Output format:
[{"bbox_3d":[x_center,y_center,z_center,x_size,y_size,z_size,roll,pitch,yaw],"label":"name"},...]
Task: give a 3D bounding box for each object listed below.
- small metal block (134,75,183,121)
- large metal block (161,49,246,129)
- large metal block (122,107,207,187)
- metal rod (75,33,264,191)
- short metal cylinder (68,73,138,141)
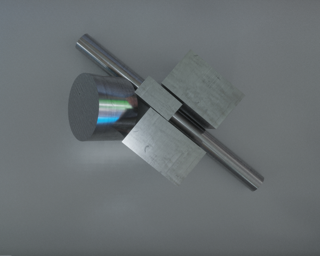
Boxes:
[{"bbox_3d":[-0.002,-0.034,0.374,0.050,0.050,0.025,41,90,-1],"label":"small metal block"},{"bbox_3d":[0.048,-0.044,0.384,0.080,0.080,0.050,40,90,-1],"label":"large metal block"},{"bbox_3d":[0.004,0.021,0.383,0.080,0.080,0.050,39,90,-1],"label":"large metal block"},{"bbox_3d":[0.013,-0.020,0.411,0.300,0.025,0.025,39,90,-1],"label":"metal rod"},{"bbox_3d":[-0.071,-0.024,0.376,0.050,0.080,0.079,1,90,-40],"label":"short metal cylinder"}]
